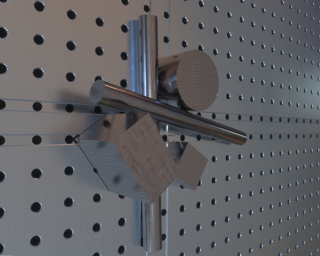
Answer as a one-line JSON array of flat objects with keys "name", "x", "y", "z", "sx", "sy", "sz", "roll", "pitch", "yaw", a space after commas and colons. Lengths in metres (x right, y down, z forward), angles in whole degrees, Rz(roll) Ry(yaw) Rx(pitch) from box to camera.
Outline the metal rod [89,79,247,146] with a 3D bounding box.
[{"name": "metal rod", "x": 0.037, "y": -0.009, "z": 0.418, "sx": 0.302, "sy": 0.025, "sz": 0.025, "roll": 15, "pitch": 80, "yaw": -47}]

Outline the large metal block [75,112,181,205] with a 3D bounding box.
[{"name": "large metal block", "x": -0.036, "y": 0.031, "z": 0.343, "sx": 0.050, "sy": 0.080, "sz": 0.080, "roll": -42, "pitch": 116, "yaw": -32}]

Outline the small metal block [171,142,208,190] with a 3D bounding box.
[{"name": "small metal block", "x": 0.037, "y": 0.054, "z": 0.443, "sx": 0.050, "sy": 0.025, "sz": 0.050, "roll": 41, "pitch": 65, "yaw": -33}]

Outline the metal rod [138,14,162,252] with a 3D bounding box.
[{"name": "metal rod", "x": -0.013, "y": 0.007, "z": 0.401, "sx": 0.025, "sy": 0.025, "sz": 0.298, "roll": -2, "pitch": 92, "yaw": -40}]

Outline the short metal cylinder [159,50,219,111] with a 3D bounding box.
[{"name": "short metal cylinder", "x": 0.035, "y": -0.062, "z": 0.424, "sx": 0.081, "sy": 0.050, "sz": 0.079, "roll": 0, "pitch": 90, "yaw": -40}]
